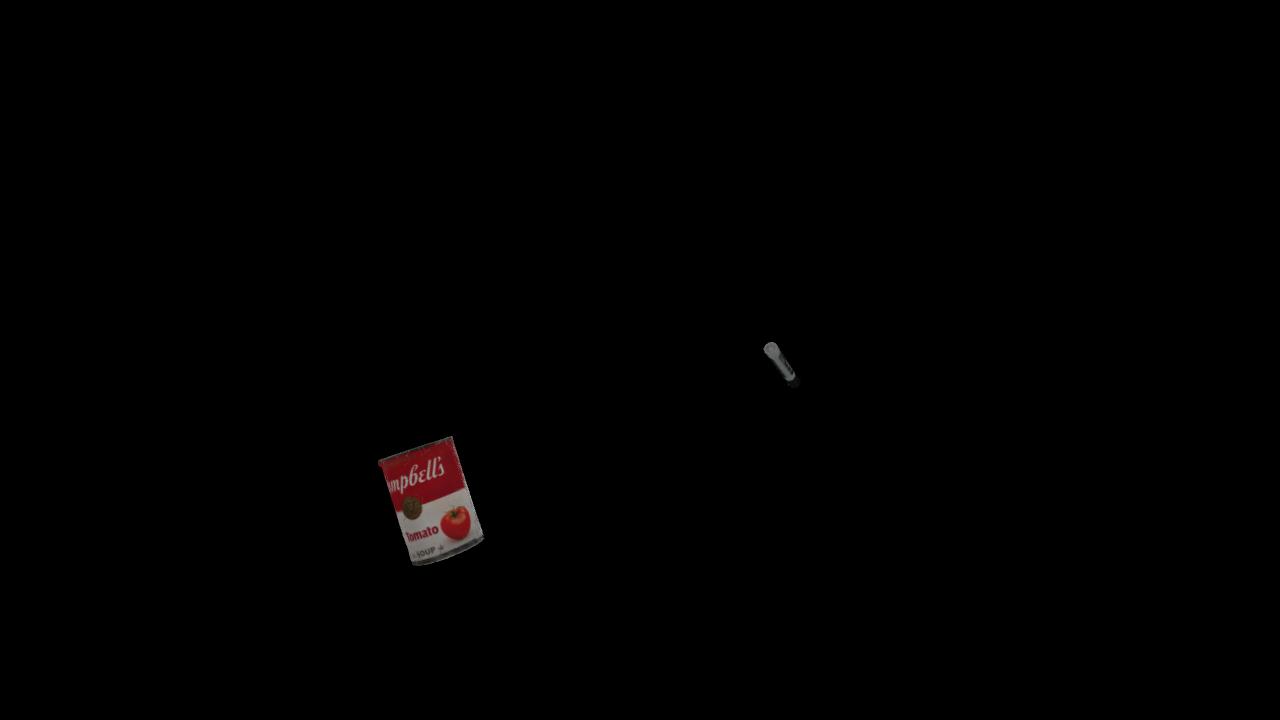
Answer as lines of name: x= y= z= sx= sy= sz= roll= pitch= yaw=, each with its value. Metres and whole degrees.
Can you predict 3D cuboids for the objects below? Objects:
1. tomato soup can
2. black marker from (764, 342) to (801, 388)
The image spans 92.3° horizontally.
tomato soup can: x=-0.191 y=0.129 z=0.565 sx=0.068 sy=0.101 sz=0.068 roll=-18 pitch=-1 yaw=0
black marker: x=0.201 y=0.010 z=0.862 sx=0.020 sy=0.020 sz=0.121 roll=0 pitch=-25 yaw=31
